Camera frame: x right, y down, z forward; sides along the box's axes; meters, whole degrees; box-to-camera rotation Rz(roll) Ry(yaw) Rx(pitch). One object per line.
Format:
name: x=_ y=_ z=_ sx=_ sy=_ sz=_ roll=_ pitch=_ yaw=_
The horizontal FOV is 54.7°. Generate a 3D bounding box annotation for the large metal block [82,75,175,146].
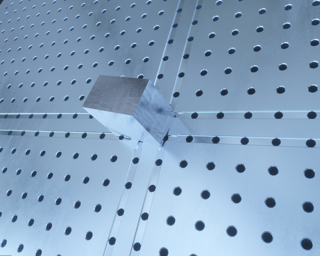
large metal block: x=-0.038 y=-0.023 z=0.406 sx=0.080 sy=0.080 sz=0.050 roll=11 pitch=67 yaw=32
